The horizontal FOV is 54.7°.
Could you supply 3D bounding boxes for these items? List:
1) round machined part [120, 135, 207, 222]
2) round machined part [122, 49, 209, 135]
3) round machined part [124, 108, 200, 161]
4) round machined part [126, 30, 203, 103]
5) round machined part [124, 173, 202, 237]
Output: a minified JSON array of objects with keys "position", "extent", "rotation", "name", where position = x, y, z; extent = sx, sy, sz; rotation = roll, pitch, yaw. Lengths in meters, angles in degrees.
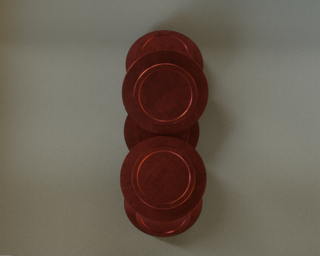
[{"position":[0.004,0.056,0.350],"extent":[0.099,0.042,0.098],"rotation":[0,79,0],"name":"round machined part"},{"position":[0.006,-0.039,0.350],"extent":[0.099,0.042,0.097],"rotation":[0,102,0],"name":"round machined part"},{"position":[0.002,0.004,0.401],"extent":[0.099,0.042,0.097],"rotation":[0,89,0],"name":"round machined part"},{"position":[0.006,-0.082,0.390],"extent":[0.099,0.042,0.098],"rotation":[0,74,-1],"name":"round machined part"},{"position":[0.004,0.095,0.388],"extent":[0.099,0.042,0.097],"rotation":[0,105,0],"name":"round machined part"}]
